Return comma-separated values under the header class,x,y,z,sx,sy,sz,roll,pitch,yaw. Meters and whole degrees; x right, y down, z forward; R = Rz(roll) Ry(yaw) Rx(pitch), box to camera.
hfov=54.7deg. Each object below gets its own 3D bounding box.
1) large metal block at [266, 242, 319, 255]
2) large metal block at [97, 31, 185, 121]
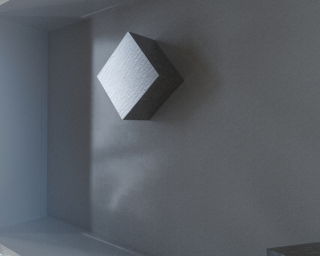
class,x,y,z,sx,sy,sz,roll,pitch,yaw
large metal block,0.138,0.137,0.243,0.050,0.081,0.080,143,125,-73
large metal block,-0.028,-0.066,0.414,0.080,0.050,0.080,-47,62,30
